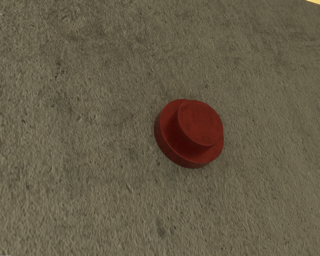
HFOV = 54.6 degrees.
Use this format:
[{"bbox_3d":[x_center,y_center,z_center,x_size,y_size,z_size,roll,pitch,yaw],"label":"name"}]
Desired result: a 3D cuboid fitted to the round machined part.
[{"bbox_3d":[0.045,0.002,0.416,0.099,0.042,0.098,13,56,-21],"label":"round machined part"}]
